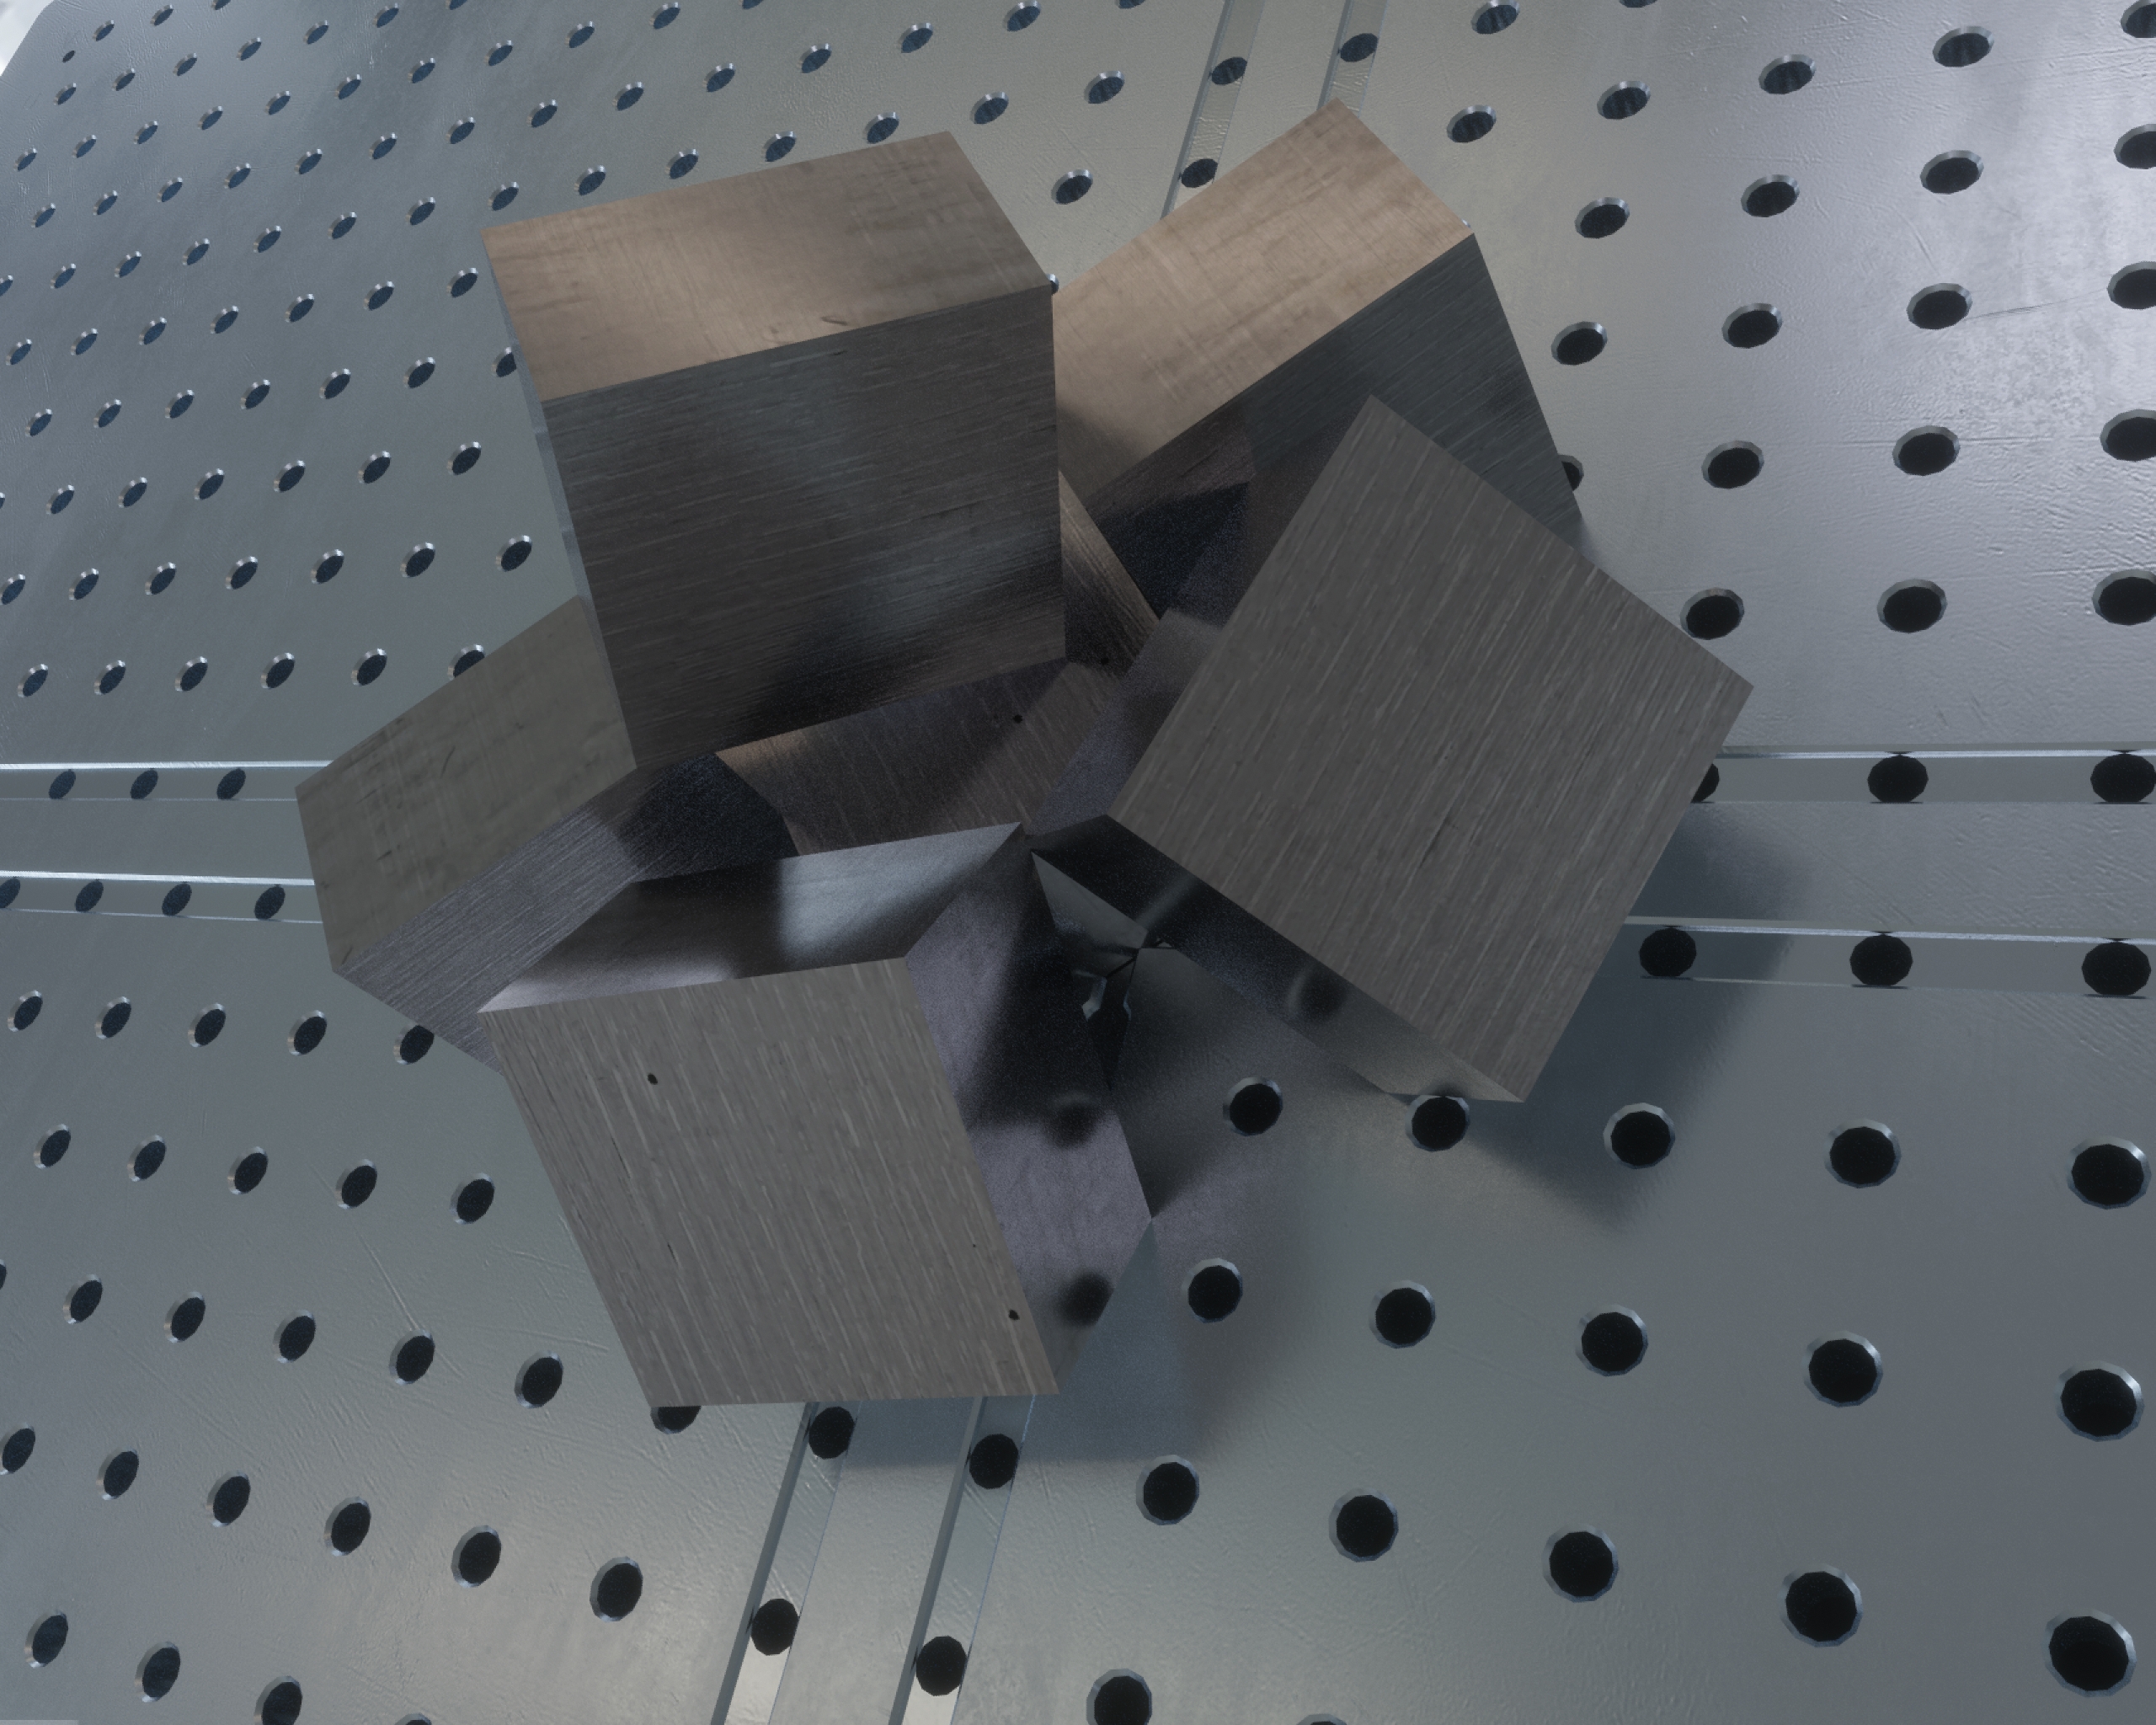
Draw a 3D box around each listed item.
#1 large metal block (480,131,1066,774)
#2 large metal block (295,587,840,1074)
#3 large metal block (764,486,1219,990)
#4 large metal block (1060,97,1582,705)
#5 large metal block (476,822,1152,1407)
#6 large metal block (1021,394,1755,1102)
[{"bbox_3d":[-0.050,-0.070,0.362,0.081,0.080,0.050,-17,51,-13],"label":"large metal block"},{"bbox_3d":[-0.095,0.000,0.423,0.080,0.080,0.050,-33,52,6],"label":"large metal block"},{"bbox_3d":[-0.014,-0.021,0.415,0.080,0.050,0.080,-34,51,6],"label":"large metal block"},{"bbox_3d":[0.041,-0.083,0.403,0.080,0.080,0.050,-34,52,6],"label":"large metal block"},{"bbox_3d":[-0.042,0.045,0.360,0.080,0.080,0.050,-8,22,24],"label":"large metal block"},{"bbox_3d":[0.050,-0.016,0.348,0.080,0.080,0.050,-58,12,-13],"label":"large metal block"}]
